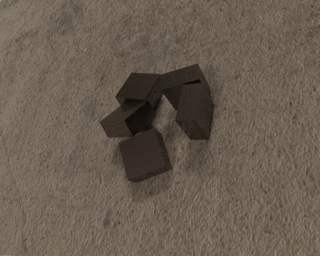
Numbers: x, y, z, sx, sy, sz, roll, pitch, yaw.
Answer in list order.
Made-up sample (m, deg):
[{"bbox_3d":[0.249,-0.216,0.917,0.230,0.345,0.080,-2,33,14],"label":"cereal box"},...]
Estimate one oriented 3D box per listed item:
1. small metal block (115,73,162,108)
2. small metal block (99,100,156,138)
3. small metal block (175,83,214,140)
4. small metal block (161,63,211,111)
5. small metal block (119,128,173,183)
[{"bbox_3d":[-0.027,-0.052,0.443,0.050,0.025,0.050,9,56,31],"label":"small metal block"},{"bbox_3d":[-0.043,-0.012,0.412,0.050,0.025,0.050,-2,31,43],"label":"small metal block"},{"bbox_3d":[0.044,-0.019,0.375,0.025,0.050,0.050,-1,61,27],"label":"small metal block"},{"bbox_3d":[0.034,-0.051,0.400,0.050,0.050,0.025,-14,56,20],"label":"small metal block"},{"bbox_3d":[-0.018,0.035,0.385,0.050,0.025,0.050,-23,66,13],"label":"small metal block"}]
